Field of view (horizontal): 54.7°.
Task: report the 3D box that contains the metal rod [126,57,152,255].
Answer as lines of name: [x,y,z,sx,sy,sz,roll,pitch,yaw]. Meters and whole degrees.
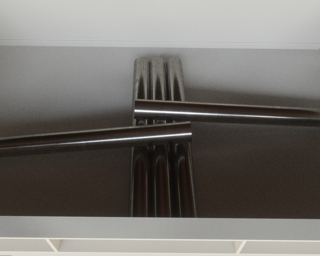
metal rod: [-0.024,0.013,0.392,0.025,0.025,0.300,-1,50,-1]

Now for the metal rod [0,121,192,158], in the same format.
metal rod: [-0.114,0.017,0.367,0.302,0.025,0.025,-5,50,3]

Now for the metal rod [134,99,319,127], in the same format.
metal rod: [0.119,-0.017,0.397,0.302,0.025,0.025,2,50,-7]

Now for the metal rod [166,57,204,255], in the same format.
metal rod: [0.026,0.012,0.394,0.025,0.025,0.300,-1,50,-1]

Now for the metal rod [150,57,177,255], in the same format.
metal rod: [0.000,0.012,0.393,0.025,0.025,0.300,-1,50,-1]
